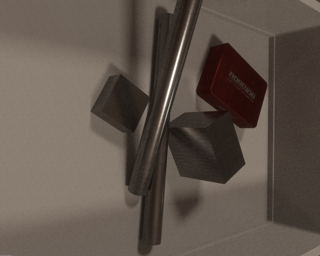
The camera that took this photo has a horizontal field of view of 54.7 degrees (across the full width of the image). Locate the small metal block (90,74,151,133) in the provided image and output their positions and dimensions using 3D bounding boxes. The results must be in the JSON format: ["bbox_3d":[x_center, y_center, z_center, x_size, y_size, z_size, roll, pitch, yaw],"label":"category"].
[{"bbox_3d":[-0.046,-0.028,0.370,0.050,0.025,0.050,37,67,-34],"label":"small metal block"}]

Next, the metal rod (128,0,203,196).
[{"bbox_3d":[0.010,-0.057,0.337,0.025,0.025,0.298,-2,117,-40],"label":"metal rod"}]

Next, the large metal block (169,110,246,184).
[{"bbox_3d":[0.059,0.024,0.423,0.050,0.080,0.080,-33,111,-35],"label":"large metal block"}]

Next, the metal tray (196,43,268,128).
[{"bbox_3d":[0.122,-0.065,0.509,0.130,0.030,0.090,31,70,-36],"label":"metal tray"}]

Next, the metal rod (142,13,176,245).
[{"bbox_3d":[0.000,-0.001,0.408,0.025,0.025,0.298,7,86,-40],"label":"metal rod"}]
